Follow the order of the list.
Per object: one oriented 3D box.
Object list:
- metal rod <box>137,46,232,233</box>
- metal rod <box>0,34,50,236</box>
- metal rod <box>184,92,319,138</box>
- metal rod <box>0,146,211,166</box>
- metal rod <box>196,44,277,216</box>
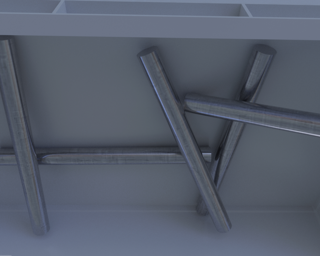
[{"bbox_3d":[0.043,0.035,0.410,0.025,0.025,0.299,-18,120,14],"label":"metal rod"},{"bbox_3d":[-0.176,0.031,0.404,0.025,0.025,0.298,2,122,-3],"label":"metal rod"},{"bbox_3d":[0.169,-0.002,0.324,0.301,0.025,0.025,12,135,24],"label":"metal rod"},{"bbox_3d":[-0.080,0.040,0.441,0.302,0.025,0.025,0,130,-1],"label":"metal rod"},{"bbox_3d":[0.094,0.027,0.433,0.025,0.025,0.298,6,130,-6],"label":"metal rod"}]
